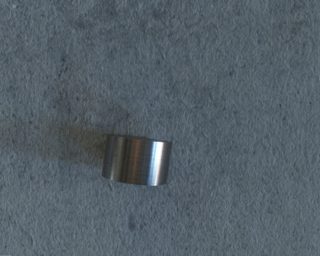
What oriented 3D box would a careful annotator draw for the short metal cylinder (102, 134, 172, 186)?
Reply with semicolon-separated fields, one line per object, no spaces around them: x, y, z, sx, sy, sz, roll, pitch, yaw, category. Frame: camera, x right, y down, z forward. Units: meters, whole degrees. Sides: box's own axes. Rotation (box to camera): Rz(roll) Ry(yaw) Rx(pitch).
-0.028;0.037;0.382;0.081;0.080;0.050;8;90;-1;short metal cylinder
